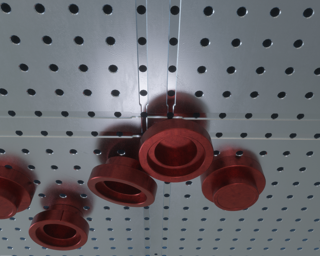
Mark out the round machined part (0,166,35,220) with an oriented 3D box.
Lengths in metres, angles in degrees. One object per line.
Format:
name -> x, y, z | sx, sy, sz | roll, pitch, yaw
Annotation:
round machined part -> -0.255, 0.108, 0.490 | 0.099, 0.042, 0.097 | 0, 130, 0

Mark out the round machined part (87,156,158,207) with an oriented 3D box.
round machined part -> -0.051, 0.076, 0.452 | 0.098, 0.042, 0.098 | 9, 146, 7

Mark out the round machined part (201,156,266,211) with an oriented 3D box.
round machined part -> 0.114, 0.092, 0.479 | 0.099, 0.042, 0.097 | 0, 130, 0

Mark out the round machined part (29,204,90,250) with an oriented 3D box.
round machined part -> -0.173, 0.171, 0.544 | 0.099, 0.042, 0.097 | 0, 130, 0

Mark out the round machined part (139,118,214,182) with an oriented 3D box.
round machined part -> 0.021, 0.026, 0.420 | 0.099, 0.042, 0.097 | -1, 128, -1
